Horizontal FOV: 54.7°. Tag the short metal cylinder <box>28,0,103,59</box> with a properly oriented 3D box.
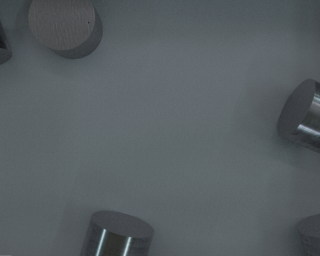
[{"bbox_3d":[-0.118,-0.134,0.398,0.081,0.050,0.080,0,90,0],"label":"short metal cylinder"}]

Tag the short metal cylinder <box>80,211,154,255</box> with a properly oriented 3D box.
[{"bbox_3d":[-0.053,0.142,0.383,0.080,0.080,0.050,16,90,0],"label":"short metal cylinder"}]

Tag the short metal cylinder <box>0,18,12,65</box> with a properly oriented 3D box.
[{"bbox_3d":[-0.233,-0.107,0.382,0.080,0.080,0.050,-19,90,0],"label":"short metal cylinder"}]

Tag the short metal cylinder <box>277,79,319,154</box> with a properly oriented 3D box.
[{"bbox_3d":[0.191,-0.015,0.385,0.050,0.080,0.080,23,90,0],"label":"short metal cylinder"}]

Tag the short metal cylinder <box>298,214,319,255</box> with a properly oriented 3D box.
[{"bbox_3d":[0.221,0.143,0.386,0.080,0.080,0.050,-15,90,0],"label":"short metal cylinder"}]
